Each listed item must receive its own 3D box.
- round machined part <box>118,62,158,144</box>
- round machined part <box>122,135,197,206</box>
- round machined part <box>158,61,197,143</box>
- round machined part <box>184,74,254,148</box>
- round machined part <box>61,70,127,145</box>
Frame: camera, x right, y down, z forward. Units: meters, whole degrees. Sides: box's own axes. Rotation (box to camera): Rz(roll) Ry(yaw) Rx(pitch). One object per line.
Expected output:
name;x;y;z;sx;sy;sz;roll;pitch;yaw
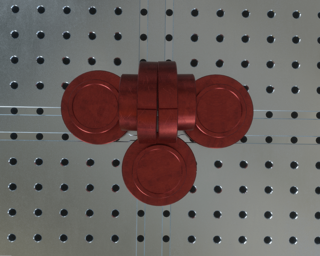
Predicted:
round machined part;-0.025;-0.030;0.370;0.042;0.098;0.097;1;90;0
round machined part;-0.001;0.054;0.405;0.099;0.042;0.097;0;90;-1
round machined part;0.019;-0.031;0.372;0.042;0.098;0.097;-1;90;0
round machined part;0.074;-0.022;0.405;0.099;0.042;0.097;0;90;-1
round machined part;-0.080;-0.027;0.404;0.099;0.042;0.097;0;90;-1
